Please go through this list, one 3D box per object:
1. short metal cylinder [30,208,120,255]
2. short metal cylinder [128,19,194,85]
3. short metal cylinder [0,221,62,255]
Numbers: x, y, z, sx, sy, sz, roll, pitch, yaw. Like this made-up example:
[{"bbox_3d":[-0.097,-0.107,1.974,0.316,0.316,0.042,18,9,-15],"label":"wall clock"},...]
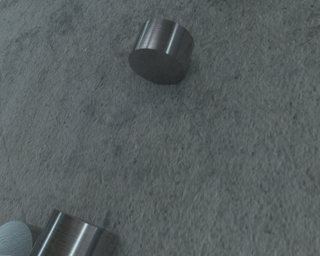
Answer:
[{"bbox_3d":[-0.091,0.127,0.337,0.080,0.080,0.050,11,67,32],"label":"short metal cylinder"},{"bbox_3d":[0.002,-0.103,0.429,0.080,0.080,0.050,4,64,30],"label":"short metal cylinder"},{"bbox_3d":[-0.169,0.159,0.377,0.080,0.050,0.080,-13,56,20],"label":"short metal cylinder"}]
